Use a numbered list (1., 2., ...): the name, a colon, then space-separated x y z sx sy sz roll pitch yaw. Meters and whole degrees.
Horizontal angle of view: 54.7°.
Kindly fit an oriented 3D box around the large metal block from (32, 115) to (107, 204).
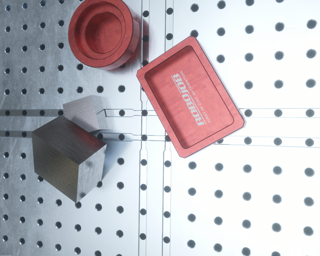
1. large metal block: -0.125 0.042 0.423 0.080 0.050 0.079 31 132 17

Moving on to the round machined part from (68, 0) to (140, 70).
1. round machined part: -0.073 -0.129 0.428 0.098 0.042 0.097 0 90 19

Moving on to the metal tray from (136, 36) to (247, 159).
1. metal tray: 0.038 -0.038 0.395 0.090 0.030 0.130 -31 80 17

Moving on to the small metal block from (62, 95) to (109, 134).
1. small metal block: -0.108 -0.016 0.449 0.050 0.025 0.050 -15 85 19
